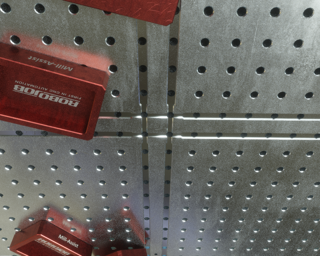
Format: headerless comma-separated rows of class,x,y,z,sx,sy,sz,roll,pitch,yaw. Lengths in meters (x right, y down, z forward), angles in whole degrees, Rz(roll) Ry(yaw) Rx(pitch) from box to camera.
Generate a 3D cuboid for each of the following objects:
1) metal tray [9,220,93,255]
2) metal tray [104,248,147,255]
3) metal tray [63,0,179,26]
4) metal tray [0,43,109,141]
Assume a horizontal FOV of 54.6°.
metal tray,-0.210,0.236,0.606,0.090,0.030,0.130,-30,124,23
metal tray,-0.100,0.276,0.617,0.130,0.030,0.090,-28,151,22
metal tray,-0.041,-0.153,0.277,0.131,0.030,0.089,11,129,-10
metal tray,-0.136,-0.039,0.373,0.131,0.030,0.089,14,129,-12
